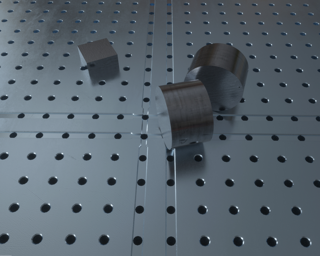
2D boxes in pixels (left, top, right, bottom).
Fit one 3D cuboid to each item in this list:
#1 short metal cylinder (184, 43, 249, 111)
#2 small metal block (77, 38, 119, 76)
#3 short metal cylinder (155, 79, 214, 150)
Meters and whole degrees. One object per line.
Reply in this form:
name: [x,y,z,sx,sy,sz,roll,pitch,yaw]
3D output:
short metal cylinder: [0.078,-0.069,0.431,0.080,0.080,0.050,14,52,11]
small metal block: [-0.101,-0.117,0.505,0.050,0.025,0.050,-20,53,-17]
short metal cylinder: [0.028,-0.017,0.386,0.050,0.080,0.080,-11,51,-9]
